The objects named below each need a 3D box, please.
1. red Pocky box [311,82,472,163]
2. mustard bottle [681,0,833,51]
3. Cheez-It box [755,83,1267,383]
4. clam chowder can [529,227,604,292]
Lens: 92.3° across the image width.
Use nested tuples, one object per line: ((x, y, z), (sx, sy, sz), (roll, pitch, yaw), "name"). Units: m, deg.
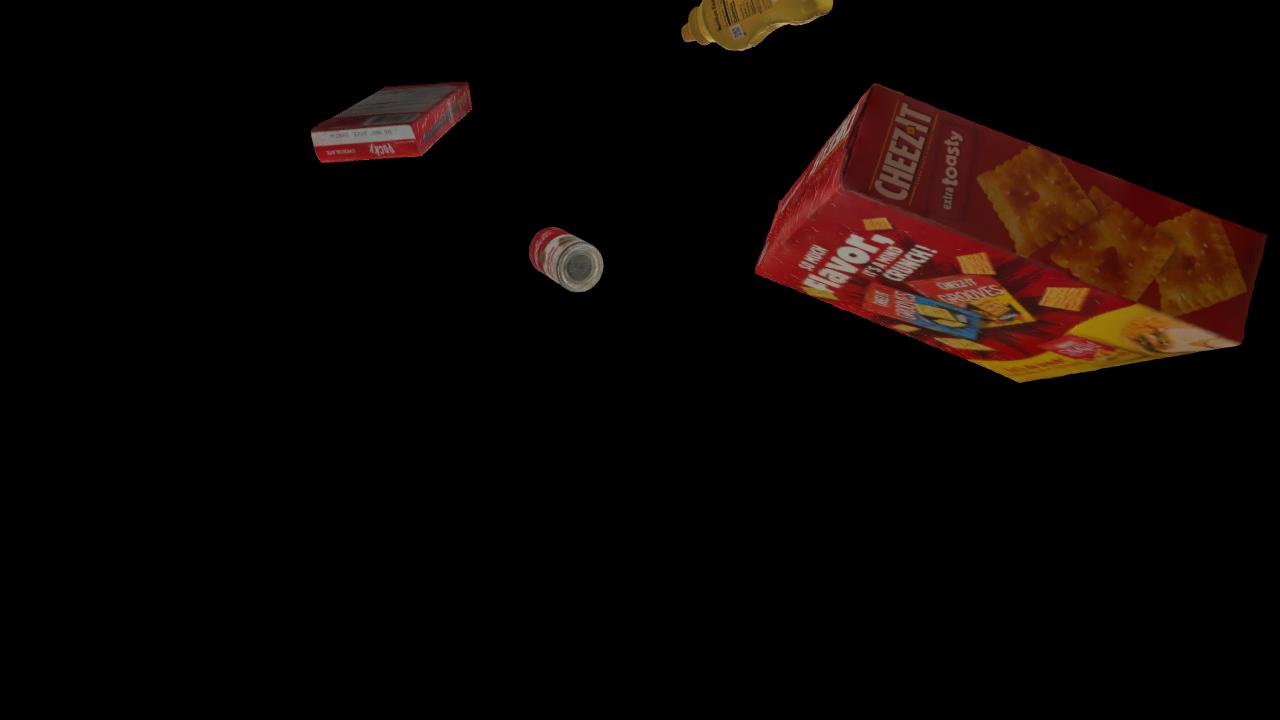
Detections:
((-0.202, -0.205, 0.522), (0.083, 0.028, 0.155), (-3, 35, 5), "red Pocky box")
((0.120, -0.404, 0.697), (0.184, 0.092, 0.054), (-2, 27, 44), "mustard bottle")
((0.202, -0.063, 0.385), (0.223, 0.071, 0.166), (21, -9, -1), "Cheez-It box")
((-0.099, -0.135, 0.822), (0.068, 0.068, 0.102), (0, 21, -32), "clam chowder can")
